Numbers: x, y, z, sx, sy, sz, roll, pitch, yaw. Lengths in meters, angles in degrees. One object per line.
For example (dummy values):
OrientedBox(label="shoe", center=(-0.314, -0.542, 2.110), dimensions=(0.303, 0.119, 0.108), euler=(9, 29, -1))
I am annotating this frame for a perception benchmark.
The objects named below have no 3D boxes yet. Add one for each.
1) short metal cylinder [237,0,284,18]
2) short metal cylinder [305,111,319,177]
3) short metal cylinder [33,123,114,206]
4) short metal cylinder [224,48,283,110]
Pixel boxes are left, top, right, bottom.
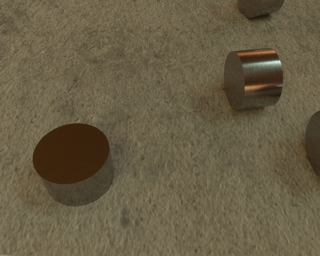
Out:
OrientedBox(label="short metal cylinder", center=(0.189, -0.253, 0.583), dimensions=(0.050, 0.080, 0.080), euler=(-16, 52, -13))
OrientedBox(label="short metal cylinder", center=(0.212, 0.018, 0.355), dimensions=(0.050, 0.080, 0.080), euler=(-3, 50, -3))
OrientedBox(label="short metal cylinder", center=(-0.095, 0.041, 0.351), dimensions=(0.081, 0.050, 0.080), euler=(0, 50, 0))
OrientedBox(label="short metal cylinder", center=(0.125, -0.067, 0.426), dimensions=(0.050, 0.080, 0.080), euler=(-7, 51, -6))
